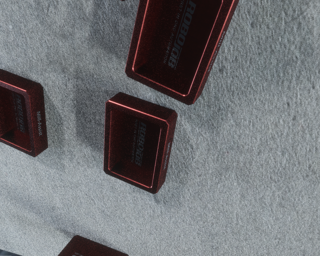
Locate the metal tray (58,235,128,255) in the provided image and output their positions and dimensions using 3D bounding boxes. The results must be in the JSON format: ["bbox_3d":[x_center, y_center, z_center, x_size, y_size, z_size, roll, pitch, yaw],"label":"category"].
[{"bbox_3d":[-0.136,0.270,0.600,0.130,0.090,0.030,12,123,21],"label":"metal tray"}]

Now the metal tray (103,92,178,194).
[{"bbox_3d":[-0.031,0.023,0.432,0.090,0.030,0.129,20,126,16],"label":"metal tray"}]

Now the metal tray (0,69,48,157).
[{"bbox_3d":[-0.234,-0.023,0.509,0.090,0.030,0.129,21,126,15],"label":"metal tray"}]

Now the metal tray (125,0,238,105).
[{"bbox_3d":[0.019,-0.099,0.331,0.090,0.030,0.129,27,128,11],"label":"metal tray"}]
